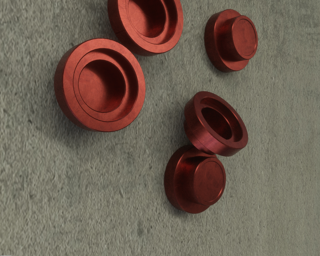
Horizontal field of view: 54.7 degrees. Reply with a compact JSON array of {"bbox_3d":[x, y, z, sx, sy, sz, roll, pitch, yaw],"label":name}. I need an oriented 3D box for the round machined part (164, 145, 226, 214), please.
[{"bbox_3d":[0.057,0.073,0.441,0.099,0.042,0.097,0,90,-40],"label":"round machined part"}]

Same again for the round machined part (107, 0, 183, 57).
[{"bbox_3d":[-0.021,-0.136,0.375,0.099,0.042,0.097,0,90,-40],"label":"round machined part"}]

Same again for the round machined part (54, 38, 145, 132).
[{"bbox_3d":[-0.067,-0.044,0.337,0.099,0.042,0.097,0,90,-40],"label":"round machined part"}]

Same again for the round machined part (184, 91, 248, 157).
[{"bbox_3d":[0.073,-0.001,0.435,0.099,0.042,0.098,25,41,-24],"label":"round machined part"}]

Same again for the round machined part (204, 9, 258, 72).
[{"bbox_3d":[0.119,-0.140,0.493,0.099,0.042,0.097,0,90,-40],"label":"round machined part"}]
